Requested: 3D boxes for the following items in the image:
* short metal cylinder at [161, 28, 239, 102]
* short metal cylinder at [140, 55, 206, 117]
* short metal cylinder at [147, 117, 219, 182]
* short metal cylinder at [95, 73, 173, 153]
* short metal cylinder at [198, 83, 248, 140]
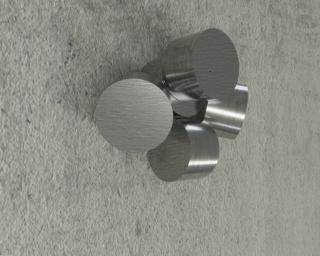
[{"bbox_3d":[0.049,-0.072,0.366,0.081,0.050,0.079,0,90,-40],"label":"short metal cylinder"},{"bbox_3d":[0.018,-0.054,0.407,0.081,0.050,0.079,0,90,-40],"label":"short metal cylinder"},{"bbox_3d":[0.028,0.027,0.395,0.050,0.080,0.079,2,89,-40],"label":"short metal cylinder"},{"bbox_3d":[-0.026,-0.019,0.343,0.081,0.050,0.079,0,107,1],"label":"short metal cylinder"},{"bbox_3d":[0.086,-0.027,0.437,0.050,0.080,0.080,12,81,-1],"label":"short metal cylinder"}]
